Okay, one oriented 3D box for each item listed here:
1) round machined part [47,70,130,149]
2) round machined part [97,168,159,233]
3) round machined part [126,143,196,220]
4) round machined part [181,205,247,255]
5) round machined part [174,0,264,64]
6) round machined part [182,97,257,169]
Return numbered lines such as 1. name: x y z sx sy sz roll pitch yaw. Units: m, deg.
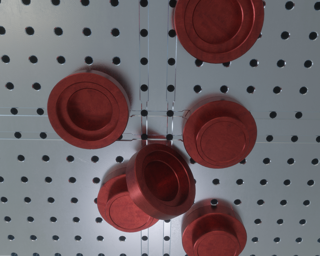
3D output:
1. round machined part: -0.087 -0.025 0.394 0.099 0.042 0.097 0 110 0
2. round machined part: -0.041 0.109 0.444 0.099 0.042 0.097 0 110 0
3. round machined part: -0.003 0.072 0.407 0.098 0.098 0.042 40 131 -13
4. round machined part: 0.082 0.170 0.467 0.099 0.042 0.097 0 110 0
5. round machined part: 0.065 -0.127 0.358 0.099 0.042 0.097 0 110 0
6. round machined part: 0.079 0.011 0.409 0.099 0.042 0.097 0 110 0
